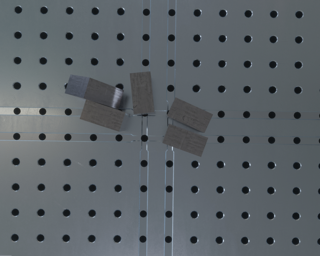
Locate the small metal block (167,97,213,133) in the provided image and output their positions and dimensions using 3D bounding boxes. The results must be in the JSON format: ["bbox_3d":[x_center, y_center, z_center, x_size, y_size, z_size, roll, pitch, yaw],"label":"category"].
[{"bbox_3d":[0.037,-0.016,0.401,0.050,0.050,0.025,25,90,0],"label":"small metal block"}]

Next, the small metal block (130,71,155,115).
[{"bbox_3d":[-0.022,-0.043,0.401,0.025,0.050,0.050,-6,90,0],"label":"small metal block"}]

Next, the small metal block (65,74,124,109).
[{"bbox_3d":[-0.083,-0.046,0.390,0.050,0.050,0.025,17,90,-43],"label":"small metal block"}]

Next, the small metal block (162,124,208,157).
[{"bbox_3d":[0.031,0.015,0.401,0.050,0.050,0.025,20,90,0],"label":"small metal block"}]

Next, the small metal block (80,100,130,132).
[{"bbox_3d":[-0.069,-0.015,0.400,0.050,0.050,0.025,18,90,0],"label":"small metal block"}]
